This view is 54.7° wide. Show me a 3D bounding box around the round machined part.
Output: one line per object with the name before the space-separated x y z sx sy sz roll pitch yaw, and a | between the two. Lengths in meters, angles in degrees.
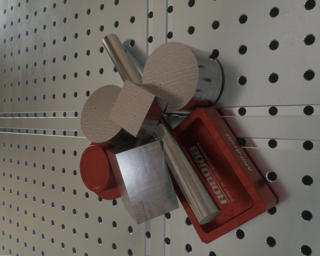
round machined part | -0.082 0.058 0.460 0.098 0.042 0.097 0 90 40

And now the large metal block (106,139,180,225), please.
large metal block | -0.024 0.059 0.374 0.080 0.050 0.080 179 74 -73

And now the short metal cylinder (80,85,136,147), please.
short metal cylinder | -0.061 -0.013 0.424 0.080 0.050 0.080 -10 69 28

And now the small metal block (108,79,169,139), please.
small metal block | -0.025 -0.021 0.356 0.050 0.025 0.050 33 102 35

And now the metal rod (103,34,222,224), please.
metal rod | -0.012 -0.022 0.382 0.025 0.025 0.299 -50 51 28

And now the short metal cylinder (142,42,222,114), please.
short metal cylinder | 0.026 -0.057 0.367 0.080 0.050 0.079 0 90 40

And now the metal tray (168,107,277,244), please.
metal tray | 0.056 0.052 0.355 0.090 0.030 0.130 -44 64 31
